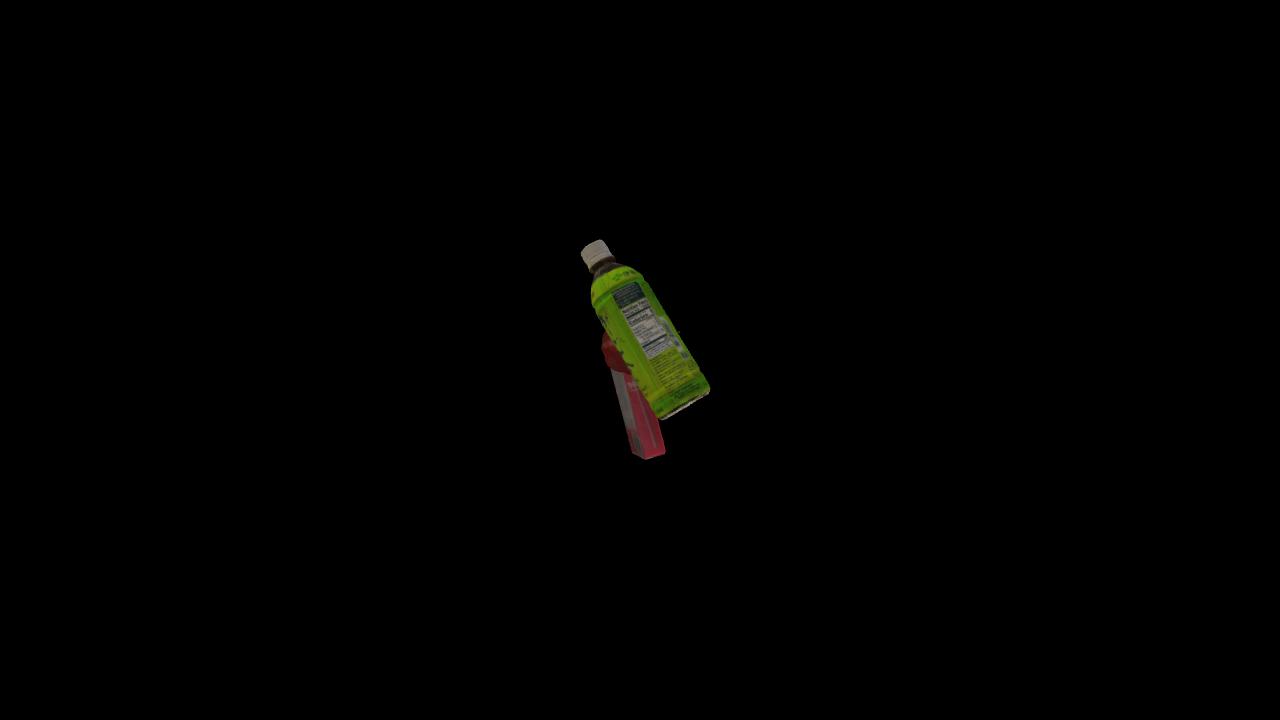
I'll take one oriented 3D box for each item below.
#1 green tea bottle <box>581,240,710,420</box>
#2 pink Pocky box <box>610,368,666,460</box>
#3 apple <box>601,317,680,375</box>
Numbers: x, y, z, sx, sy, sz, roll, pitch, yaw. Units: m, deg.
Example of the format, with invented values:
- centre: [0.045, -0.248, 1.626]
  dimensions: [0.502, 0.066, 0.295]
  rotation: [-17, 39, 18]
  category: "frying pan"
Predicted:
- centre: [-0.001, -0.039, 0.686]
  dimensions: [0.073, 0.212, 0.073]
  rotation: [-28, -7, -4]
  category: "green tea bottle"
- centre: [-0.009, 0.040, 0.746]
  dimensions: [0.029, 0.155, 0.084]
  rotation: [-15, -1, -12]
  category: "pink Pocky box"
- centre: [0.003, -0.018, 0.712]
  dimensions: [0.093, 0.079, 0.079]
  rotation: [-18, -7, 21]
  category: "apple"
